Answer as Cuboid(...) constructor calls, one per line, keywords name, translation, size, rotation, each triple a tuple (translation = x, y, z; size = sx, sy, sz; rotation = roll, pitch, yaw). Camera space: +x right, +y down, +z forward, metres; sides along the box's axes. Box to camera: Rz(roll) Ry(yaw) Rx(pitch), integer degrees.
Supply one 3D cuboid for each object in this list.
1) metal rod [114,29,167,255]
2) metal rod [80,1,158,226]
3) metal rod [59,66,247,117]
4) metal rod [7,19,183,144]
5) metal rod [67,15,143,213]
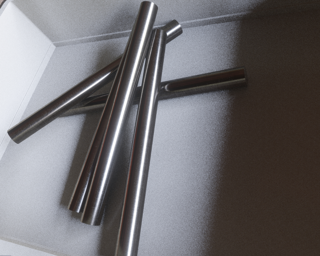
Cuboid(name="metal rod", translation=(-0.020, 0.005, 0.389), size=(0.025, 0.025, 0.299), rotation=(-3, 67, 26))
Cuboid(name="metal rod", translation=(-0.050, -0.027, 0.405), size=(0.025, 0.025, 0.299), rotation=(8, 78, 31))
Cuboid(name="metal rod", translation=(-0.029, -0.048, 0.448), size=(0.301, 0.025, 0.025), rotation=(-8, 59, 23))
Cuboid(name="metal rod", translation=(-0.093, -0.073, 0.471), size=(0.301, 0.025, 0.025), rotation=(-35, 51, -7))
Cuboid(name="metal rod", translation=(-0.063, -0.033, 0.428), size=(0.025, 0.025, 0.299), rotation=(9, 75, 32))
